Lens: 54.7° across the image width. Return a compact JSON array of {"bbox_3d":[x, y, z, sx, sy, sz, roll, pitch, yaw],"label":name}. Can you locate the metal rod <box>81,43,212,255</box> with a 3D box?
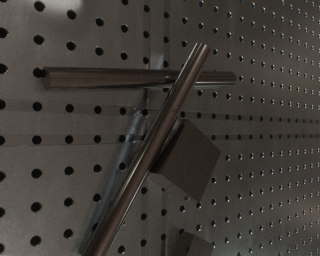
[{"bbox_3d":[-0.010,0.021,0.382,0.025,0.025,0.300,38,73,-34],"label":"metal rod"}]

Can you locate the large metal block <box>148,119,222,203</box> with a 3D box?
[{"bbox_3d":[0.028,0.044,0.418,0.080,0.050,0.080,42,65,-33],"label":"large metal block"}]

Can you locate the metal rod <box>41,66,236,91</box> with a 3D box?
[{"bbox_3d":[0.000,-0.065,0.410,0.302,0.025,0.025,-7,95,-40],"label":"metal rod"}]

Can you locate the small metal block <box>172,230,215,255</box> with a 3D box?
[{"bbox_3d":[0.048,0.185,0.452,0.050,0.025,0.050,38,67,-34],"label":"small metal block"}]
